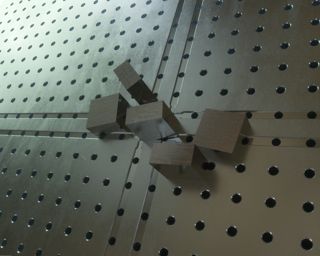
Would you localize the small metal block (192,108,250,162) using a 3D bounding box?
[{"bbox_3d":[0.072,0.008,0.365,0.050,0.025,0.050,12,68,32],"label":"small metal block"}]

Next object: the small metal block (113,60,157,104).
[{"bbox_3d":[-0.036,-0.063,0.448,0.025,0.050,0.050,-38,51,3],"label":"small metal block"}]

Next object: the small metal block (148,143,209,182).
[{"bbox_3d":[0.023,0.039,0.355,0.050,0.050,0.025,0,62,28],"label":"small metal block"}]

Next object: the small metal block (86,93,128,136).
[{"bbox_3d":[-0.078,-0.020,0.460,0.050,0.025,0.050,-11,57,21],"label":"small metal block"}]

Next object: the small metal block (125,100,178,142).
[{"bbox_3d":[-0.009,-0.007,0.401,0.050,0.050,0.025,-11,57,22],"label":"small metal block"}]
